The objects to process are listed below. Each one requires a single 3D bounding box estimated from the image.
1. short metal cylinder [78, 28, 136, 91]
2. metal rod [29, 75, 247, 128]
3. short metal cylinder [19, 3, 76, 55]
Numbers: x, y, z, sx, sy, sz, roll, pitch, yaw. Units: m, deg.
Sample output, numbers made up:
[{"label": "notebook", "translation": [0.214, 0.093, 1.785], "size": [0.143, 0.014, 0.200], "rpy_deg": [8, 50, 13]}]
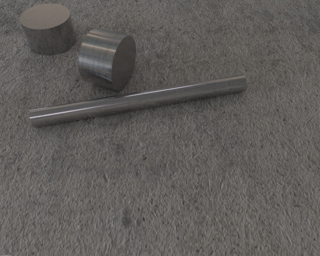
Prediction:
[{"label": "short metal cylinder", "translation": [-0.074, -0.099, 0.450], "size": [0.050, 0.080, 0.080], "rpy_deg": [17, 52, 13]}, {"label": "metal rod", "translation": [-0.023, -0.040, 0.436], "size": [0.302, 0.025, 0.025], "rpy_deg": [-10, 51, -9]}, {"label": "short metal cylinder", "translation": [-0.189, -0.168, 0.527], "size": [0.081, 0.050, 0.080], "rpy_deg": [0, 50, 0]}]
